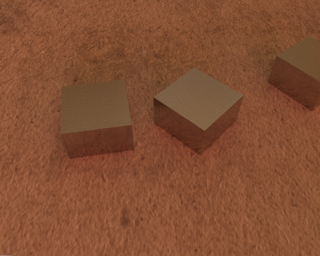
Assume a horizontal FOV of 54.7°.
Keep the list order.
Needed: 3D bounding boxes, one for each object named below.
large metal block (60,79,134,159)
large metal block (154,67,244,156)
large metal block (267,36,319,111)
[{"bbox_3d":[-0.079,-0.013,0.397,0.081,0.050,0.080,-8,51,-7],"label":"large metal block"},{"bbox_3d":[0.049,-0.024,0.408,0.080,0.050,0.080,36,58,26],"label":"large metal block"},{"bbox_3d":[0.224,-0.083,0.459,0.081,0.050,0.080,-31,57,-24],"label":"large metal block"}]
